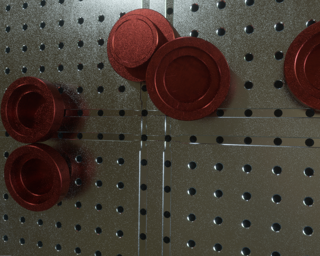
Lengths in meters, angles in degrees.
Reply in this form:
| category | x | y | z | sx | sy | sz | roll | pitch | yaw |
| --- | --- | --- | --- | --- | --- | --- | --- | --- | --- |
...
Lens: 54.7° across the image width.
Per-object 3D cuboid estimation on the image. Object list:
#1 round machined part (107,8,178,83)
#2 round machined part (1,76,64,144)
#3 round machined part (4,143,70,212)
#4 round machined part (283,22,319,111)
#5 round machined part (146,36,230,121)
| category | x | y | z | sx | sy | sz | roll | pitch | yaw |
| --- | --- | --- | --- | --- | --- | --- | --- | --- | --- |
| round machined part | -0.028 | -0.111 | 0.412 | 0.098 | 0.042 | 0.097 | 0 | 90 | 19 |
| round machined part | -0.186 | -0.026 | 0.467 | 0.098 | 0.042 | 0.097 | 0 | 90 | 19 |
| round machined part | -0.176 | 0.070 | 0.459 | 0.098 | 0.042 | 0.097 | 3 | 99 | 17 |
| round machined part | 0.187 | -0.065 | 0.338 | 0.098 | 0.042 | 0.097 | 0 | 90 | 19 |
| round machined part | 0.033 | -0.060 | 0.381 | 0.099 | 0.042 | 0.097 | 0 | 101 | 2 |
